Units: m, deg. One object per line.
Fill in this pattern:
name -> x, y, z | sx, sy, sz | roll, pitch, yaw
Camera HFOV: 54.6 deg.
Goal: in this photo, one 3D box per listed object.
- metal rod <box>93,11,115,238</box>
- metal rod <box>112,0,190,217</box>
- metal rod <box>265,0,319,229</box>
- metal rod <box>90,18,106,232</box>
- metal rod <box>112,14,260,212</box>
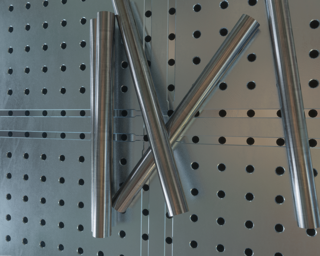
metal rod -> -0.076, -0.005, 0.420 | 0.025, 0.025, 0.298 | 1, 89, 20
metal rod -> -0.016, -0.039, 0.398 | 0.025, 0.025, 0.299 | -20, 76, 19
metal rod -> 0.151, -0.037, 0.359 | 0.025, 0.025, 0.299 | -8, 87, 20
metal rod -> -0.087, -0.004, 0.443 | 0.025, 0.025, 0.298 | -1, 90, 20
metal rod -> 0.026, -0.010, 0.403 | 0.025, 0.025, 0.299 | 38, 102, 16
